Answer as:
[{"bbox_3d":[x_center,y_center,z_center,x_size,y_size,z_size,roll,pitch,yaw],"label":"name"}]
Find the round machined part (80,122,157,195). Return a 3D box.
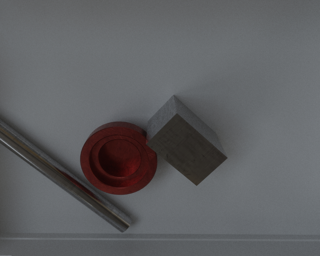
[{"bbox_3d":[-0.053,0.037,0.415,0.099,0.042,0.097,0,110,-1],"label":"round machined part"}]

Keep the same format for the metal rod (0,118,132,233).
[{"bbox_3d":[-0.160,0.050,0.427,0.300,0.025,0.025,41,105,-14],"label":"metal rod"}]

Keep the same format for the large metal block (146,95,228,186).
[{"bbox_3d":[0.031,0.012,0.387,0.080,0.080,0.050,41,105,-14],"label":"large metal block"}]
